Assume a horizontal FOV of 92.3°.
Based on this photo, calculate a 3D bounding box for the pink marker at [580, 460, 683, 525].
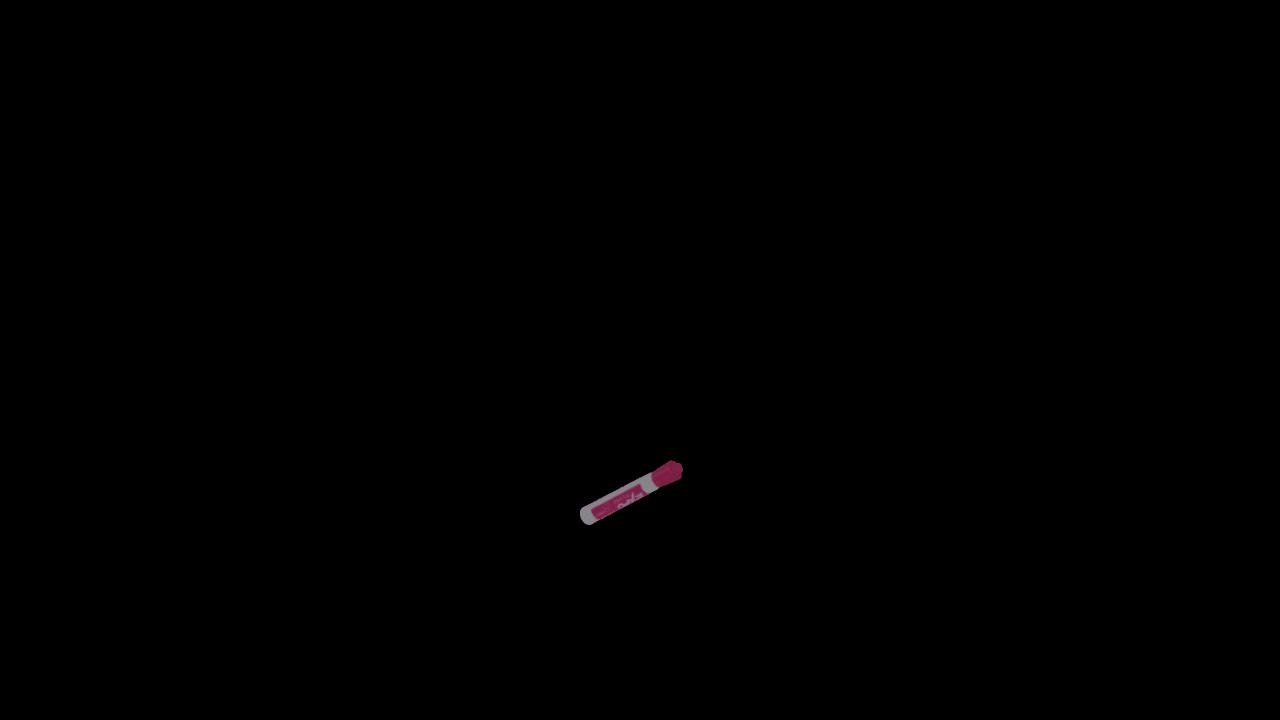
[{"bbox_3d":[-0.009,0.126,0.583,0.121,0.020,0.020,-33,-17,27],"label":"pink marker"}]
